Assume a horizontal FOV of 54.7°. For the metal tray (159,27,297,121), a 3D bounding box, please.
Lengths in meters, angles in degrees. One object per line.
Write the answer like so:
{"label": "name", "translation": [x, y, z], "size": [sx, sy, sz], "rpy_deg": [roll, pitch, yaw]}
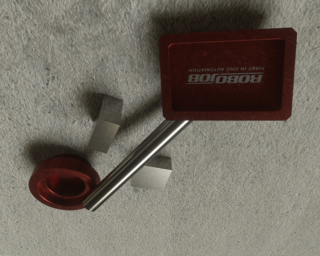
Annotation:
{"label": "metal tray", "translation": [0.068, -0.054, 0.323], "size": [0.131, 0.030, 0.089], "rpy_deg": [0, 107, 11]}

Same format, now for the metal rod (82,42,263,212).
{"label": "metal rod", "translation": [0.002, 0.011, 0.387], "size": [0.025, 0.025, 0.299], "rpy_deg": [36, 113, -27]}

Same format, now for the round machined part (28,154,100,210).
{"label": "round machined part", "translation": [-0.137, 0.076, 0.459], "size": [0.099, 0.042, 0.097], "rpy_deg": [-1, 130, 0]}

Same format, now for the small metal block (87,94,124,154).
{"label": "small metal block", "translation": [-0.068, -0.005, 0.385], "size": [0.025, 0.050, 0.050], "rpy_deg": [19, 128, -15]}

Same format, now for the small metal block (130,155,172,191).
{"label": "small metal block", "translation": [-0.014, 0.066, 0.463], "size": [0.050, 0.025, 0.050], "rpy_deg": [11, 129, -10]}
